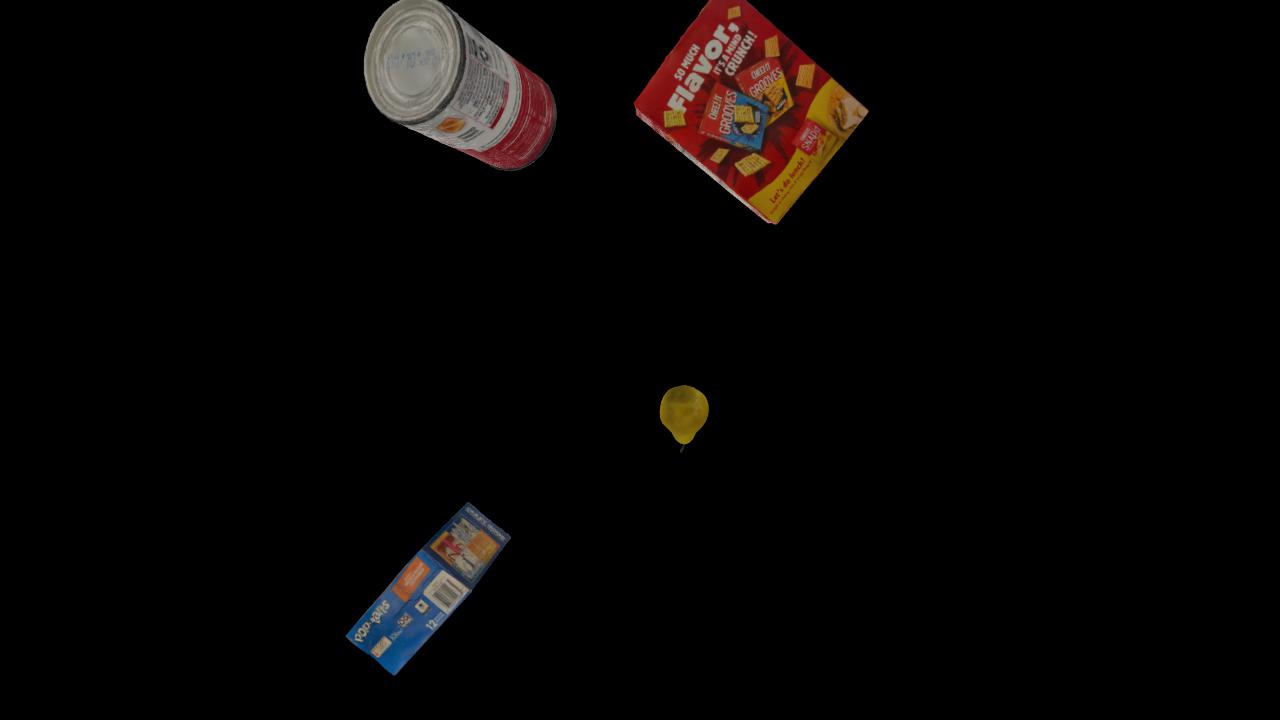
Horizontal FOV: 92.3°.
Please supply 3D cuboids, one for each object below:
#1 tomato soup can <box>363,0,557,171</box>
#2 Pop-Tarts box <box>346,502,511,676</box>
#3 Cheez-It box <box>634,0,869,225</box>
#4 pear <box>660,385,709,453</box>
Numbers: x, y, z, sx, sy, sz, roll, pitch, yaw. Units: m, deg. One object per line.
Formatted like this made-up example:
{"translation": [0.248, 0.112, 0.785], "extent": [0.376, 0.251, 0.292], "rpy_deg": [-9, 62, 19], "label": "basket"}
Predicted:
{"translation": [-0.103, -0.159, 0.368], "extent": [0.068, 0.068, 0.101], "rpy_deg": [0, 3, 20], "label": "tomato soup can"}
{"translation": [-0.271, 0.292, 0.804], "extent": [0.083, 0.167, 0.141], "rpy_deg": [42, 13, -1], "label": "Pop-Tarts box"}
{"translation": [0.127, -0.294, 0.730], "extent": [0.223, 0.166, 0.071], "rpy_deg": [37, 10, -6], "label": "Cheez-It box"}
{"translation": [0.070, 0.094, 0.947], "extent": [0.080, 0.111, 0.080], "rpy_deg": [-6, 42, 6], "label": "pear"}
